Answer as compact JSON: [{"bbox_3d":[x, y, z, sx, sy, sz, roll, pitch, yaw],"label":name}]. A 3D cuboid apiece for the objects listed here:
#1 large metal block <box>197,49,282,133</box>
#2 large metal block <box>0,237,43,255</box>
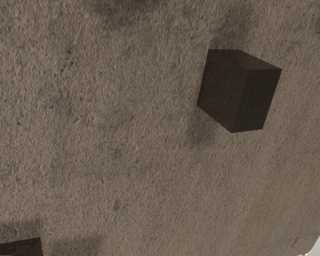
[{"bbox_3d":[0.096,-0.050,0.395,0.050,0.080,0.079,-6,121,-26],"label":"large metal block"},{"bbox_3d":[-0.199,0.197,0.405,0.081,0.050,0.079,0,119,-29],"label":"large metal block"}]
